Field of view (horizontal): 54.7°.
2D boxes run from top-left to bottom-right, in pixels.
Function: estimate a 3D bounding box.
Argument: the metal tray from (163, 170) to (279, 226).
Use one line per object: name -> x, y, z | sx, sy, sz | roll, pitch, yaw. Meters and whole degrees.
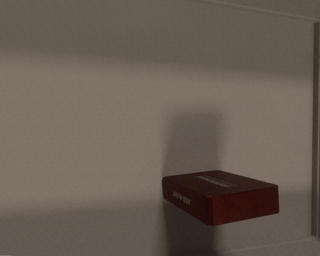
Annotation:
metal tray -> 0.068, 0.080, 0.381 | 0.091, 0.130, 0.030 | -4, 92, -20
